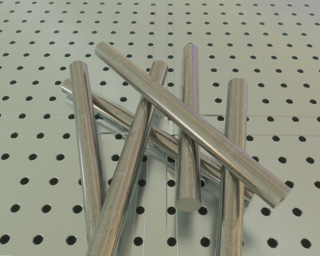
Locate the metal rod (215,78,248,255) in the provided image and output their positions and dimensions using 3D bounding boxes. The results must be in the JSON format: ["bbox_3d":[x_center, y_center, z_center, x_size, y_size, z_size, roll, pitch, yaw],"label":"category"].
[{"bbox_3d":[0.074,0.070,0.321,0.025,0.025,0.300,8,59,6],"label":"metal rod"}]

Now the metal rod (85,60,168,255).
[{"bbox_3d":[-0.029,0.023,0.353,0.025,0.025,0.300,9,49,7],"label":"metal rod"}]

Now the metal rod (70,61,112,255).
[{"bbox_3d":[-0.081,0.034,0.360,0.025,0.025,0.299,-10,56,-9],"label":"metal rod"}]

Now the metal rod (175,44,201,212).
[{"bbox_3d":[0.039,-0.028,0.408,0.025,0.025,0.300,4,43,3],"label":"metal rod"}]

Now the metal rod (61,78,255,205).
[{"bbox_3d":[-0.016,0.006,0.402,0.300,0.025,0.025,30,56,22],"label":"metal rod"}]

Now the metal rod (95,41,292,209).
[{"bbox_3d":[0.016,-0.022,0.359,0.025,0.025,0.300,-33,57,-24],"label":"metal rod"}]
